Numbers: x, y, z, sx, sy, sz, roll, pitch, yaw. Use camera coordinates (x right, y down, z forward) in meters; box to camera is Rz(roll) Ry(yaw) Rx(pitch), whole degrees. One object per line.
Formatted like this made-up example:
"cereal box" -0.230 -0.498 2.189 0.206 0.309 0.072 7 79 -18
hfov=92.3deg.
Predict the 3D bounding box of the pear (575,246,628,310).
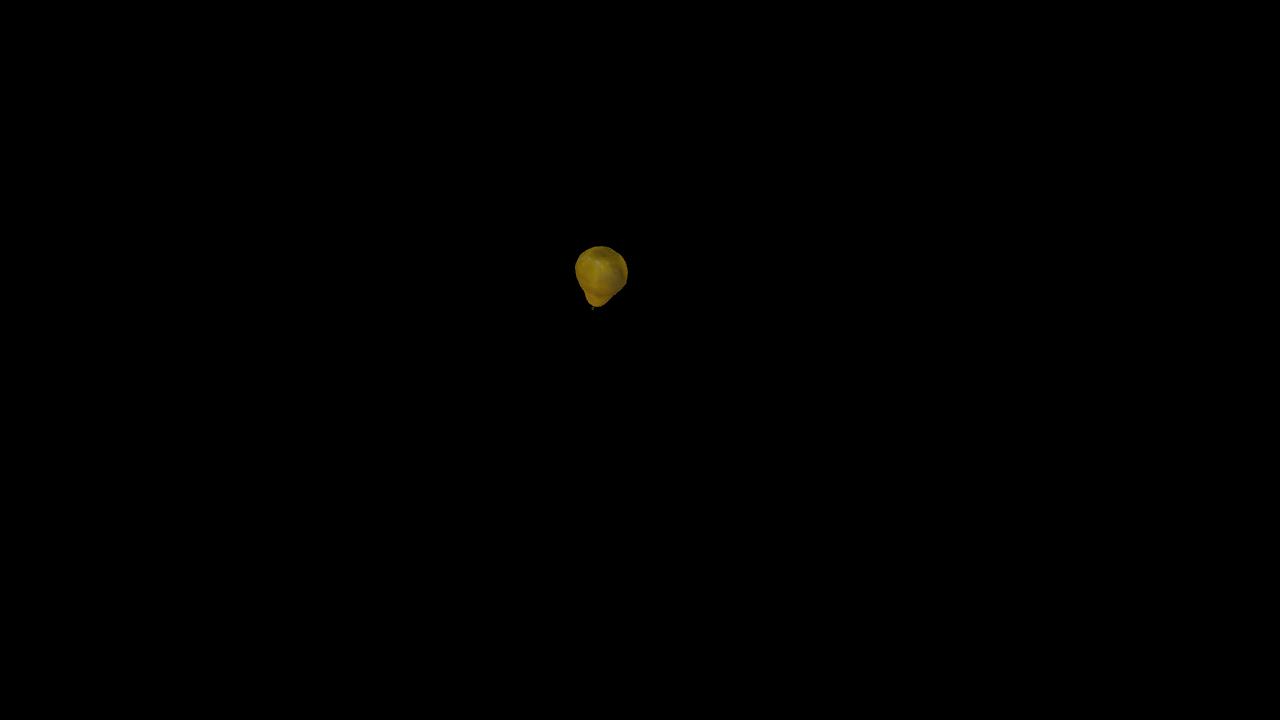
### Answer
"pear" -0.060 -0.110 0.917 0.080 0.111 0.080 5 37 -4
